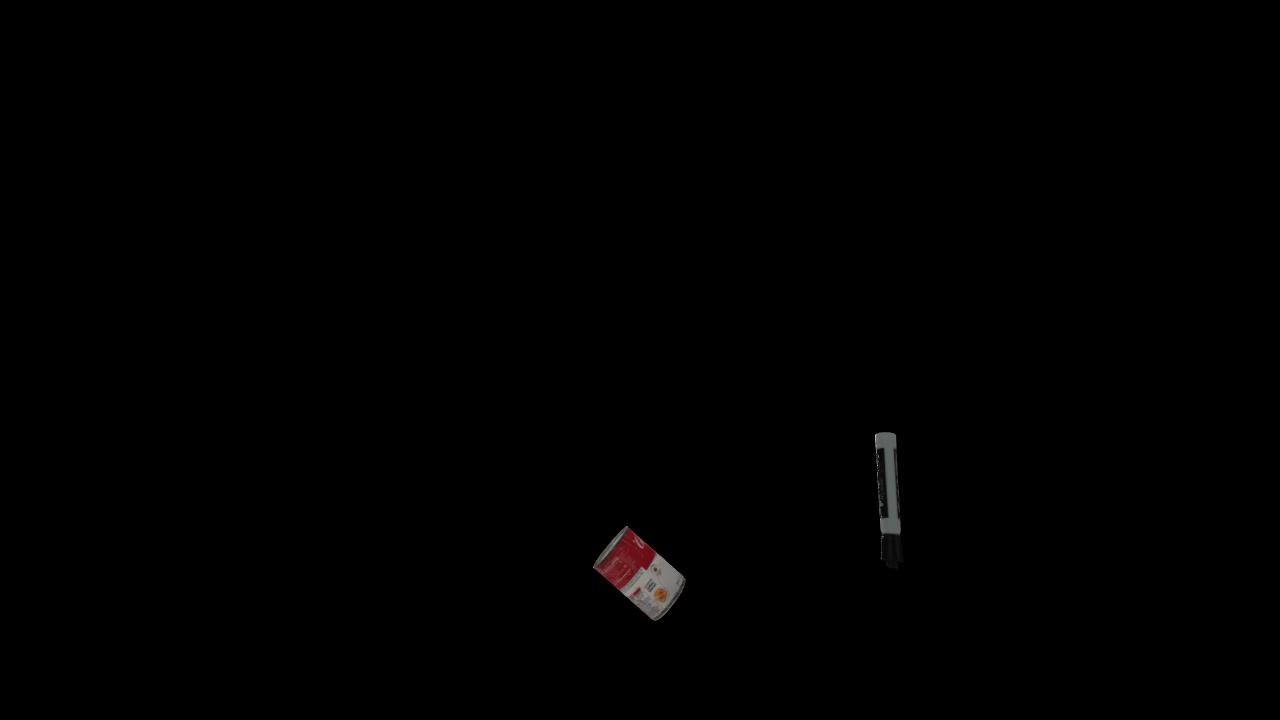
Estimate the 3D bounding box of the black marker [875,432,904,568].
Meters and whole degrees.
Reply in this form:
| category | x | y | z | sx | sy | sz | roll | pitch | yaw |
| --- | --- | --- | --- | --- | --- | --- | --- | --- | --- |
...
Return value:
| category | x | y | z | sx | sy | sz | roll | pitch | yaw |
| --- | --- | --- | --- | --- | --- | --- | --- | --- | --- |
| black marker | 0.227 | 0.126 | 0.561 | 0.020 | 0.121 | 0.020 | 5 | -22 | 2 |

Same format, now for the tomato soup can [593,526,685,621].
| category | x | y | z | sx | sy | sz | roll | pitch | yaw |
| --- | --- | --- | --- | --- | --- | --- | --- | --- | --- |
| tomato soup can | 0.000 | 0.270 | 0.778 | 0.101 | 0.068 | 0.068 | 41 | 3 | 4 |
